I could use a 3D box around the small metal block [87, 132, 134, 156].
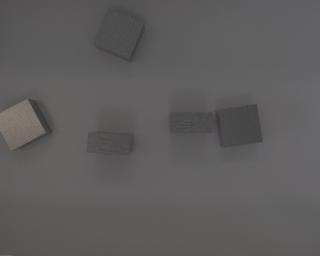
[{"bbox_3d":[-0.062,0.019,0.398,0.050,0.050,0.025,4,90,0],"label":"small metal block"}]

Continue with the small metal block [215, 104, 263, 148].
[{"bbox_3d":[0.104,-0.003,0.412,0.050,0.025,0.050,-9,90,0],"label":"small metal block"}]

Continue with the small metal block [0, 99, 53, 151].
[{"bbox_3d":[-0.181,-0.004,0.410,0.050,0.025,0.050,-28,90,0],"label":"small metal block"}]

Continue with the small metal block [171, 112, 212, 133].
[{"bbox_3d":[0.038,-0.007,0.399,0.050,0.050,0.025,0,90,0],"label":"small metal block"}]

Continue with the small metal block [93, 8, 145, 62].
[{"bbox_3d":[-0.053,-0.122,0.411,0.050,0.025,0.050,22,90,0],"label":"small metal block"}]
